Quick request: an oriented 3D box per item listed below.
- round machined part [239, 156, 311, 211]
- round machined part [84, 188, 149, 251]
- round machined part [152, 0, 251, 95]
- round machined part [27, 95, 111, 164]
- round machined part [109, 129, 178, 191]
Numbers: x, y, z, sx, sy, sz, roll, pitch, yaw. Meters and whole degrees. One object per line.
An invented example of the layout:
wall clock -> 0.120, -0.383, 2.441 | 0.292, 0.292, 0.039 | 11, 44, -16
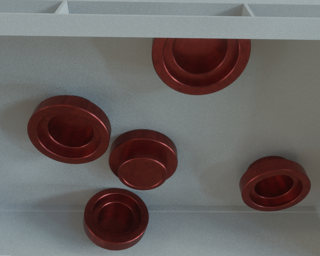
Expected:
round machined part -> 0.169, 0.080, 0.468 | 0.099, 0.042, 0.097 | 0, 130, 0
round machined part -> -0.070, 0.146, 0.485 | 0.099, 0.098, 0.042 | 10, 129, -8
round machined part -> 0.041, -0.086, 0.325 | 0.099, 0.042, 0.097 | 0, 130, 0
round machined part -> -0.112, -0.002, 0.395 | 0.099, 0.042, 0.097 | 0, 130, 0
round machined part -> -0.024, 0.052, 0.442 | 0.099, 0.042, 0.097 | 0, 130, 0
